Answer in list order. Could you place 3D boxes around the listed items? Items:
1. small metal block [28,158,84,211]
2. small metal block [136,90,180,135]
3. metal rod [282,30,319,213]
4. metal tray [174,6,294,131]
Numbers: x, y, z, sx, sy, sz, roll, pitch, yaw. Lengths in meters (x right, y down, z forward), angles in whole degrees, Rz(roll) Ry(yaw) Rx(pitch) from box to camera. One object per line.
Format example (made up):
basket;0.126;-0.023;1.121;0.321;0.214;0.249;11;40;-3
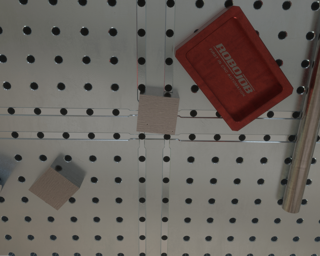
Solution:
small metal block;-0.147;0.081;0.441;0.050;0.025;0.050;42;105;-14
small metal block;-0.003;-0.021;0.406;0.050;0.025;0.050;6;110;-3
metal rod;0.201;-0.020;0.408;0.025;0.025;0.298;2;110;-1
metal tray;0.091;-0.071;0.385;0.090;0.030;0.130;-37;107;12
